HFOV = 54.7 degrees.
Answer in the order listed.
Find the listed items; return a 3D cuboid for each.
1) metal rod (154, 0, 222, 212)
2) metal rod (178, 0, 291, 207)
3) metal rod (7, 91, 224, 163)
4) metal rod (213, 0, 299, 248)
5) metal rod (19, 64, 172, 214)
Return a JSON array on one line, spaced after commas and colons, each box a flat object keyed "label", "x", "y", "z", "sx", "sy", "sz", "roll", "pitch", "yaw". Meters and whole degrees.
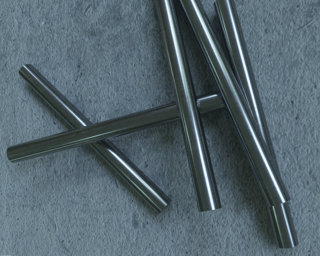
[{"label": "metal rod", "x": 0.027, "y": -0.054, "z": 0.371, "sx": 0.025, "sy": 0.025, "sz": 0.299, "roll": -16, "pitch": 74, "yaw": 19}, {"label": "metal rod", "x": 0.075, "y": -0.057, "z": 0.363, "sx": 0.025, "sy": 0.025, "sz": 0.299, "roll": -25, "pitch": 75, "yaw": 18}, {"label": "metal rod", "x": -0.065, "y": 0.001, "z": 0.409, "sx": 0.301, "sy": 0.025, "sz": 0.025, "roll": -14, "pitch": 85, "yaw": 11}, {"label": "metal rod", "x": 0.112, "y": -0.011, "z": 0.369, "sx": 0.025, "sy": 0.025, "sz": 0.298, "roll": -15, "pitch": 85, "yaw": 19}, {"label": "metal rod", "x": -0.101, "y": 0.007, "z": 0.444, "sx": 0.300, "sy": 0.025, "sz": 0.025, "roll": 42, "pitch": 103, "yaw": 15}]
